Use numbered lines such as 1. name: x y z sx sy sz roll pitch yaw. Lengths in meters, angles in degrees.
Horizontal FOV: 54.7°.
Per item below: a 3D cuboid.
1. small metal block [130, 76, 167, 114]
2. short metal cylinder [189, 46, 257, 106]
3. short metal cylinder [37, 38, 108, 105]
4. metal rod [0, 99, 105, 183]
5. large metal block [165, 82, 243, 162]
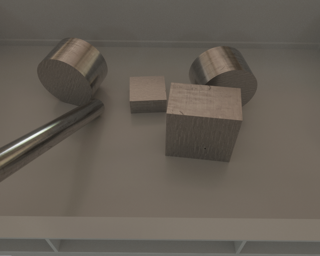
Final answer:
1. small metal block: -0.017 -0.049 0.446 0.050 0.025 0.050 -2 50 -3
2. short metal cylinder: 0.085 -0.064 0.424 0.081 0.080 0.050 -8 51 -7
3. short metal cylinder: -0.121 -0.078 0.433 0.080 0.080 0.050 14 52 11
4. metal rod: -0.125 0.019 0.293 0.025 0.025 0.301 13 21 10
5. large metal block: 0.050 -0.005 0.375 0.080 0.080 0.050 6 50 4
